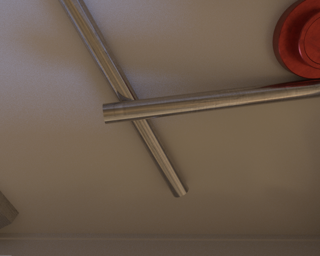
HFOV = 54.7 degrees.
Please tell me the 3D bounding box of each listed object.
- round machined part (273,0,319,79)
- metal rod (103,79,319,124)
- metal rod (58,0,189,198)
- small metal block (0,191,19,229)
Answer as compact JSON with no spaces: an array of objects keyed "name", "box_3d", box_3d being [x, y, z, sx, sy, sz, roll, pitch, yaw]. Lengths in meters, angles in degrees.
[{"name":"round machined part","box_3d":[0.190,-0.106,0.366,0.099,0.042,0.097,0,110,-1]},{"name":"metal rod","box_3d":[0.083,-0.036,0.383,0.302,0.025,0.025,-7,110,-4]},{"name":"metal rod","box_3d":[-0.039,-0.033,0.398,0.025,0.025,0.299,-26,108,9]},{"name":"small metal block","box_3d":[-0.248,0.124,0.453,0.050,0.025,0.050,-27,108,9]}]
